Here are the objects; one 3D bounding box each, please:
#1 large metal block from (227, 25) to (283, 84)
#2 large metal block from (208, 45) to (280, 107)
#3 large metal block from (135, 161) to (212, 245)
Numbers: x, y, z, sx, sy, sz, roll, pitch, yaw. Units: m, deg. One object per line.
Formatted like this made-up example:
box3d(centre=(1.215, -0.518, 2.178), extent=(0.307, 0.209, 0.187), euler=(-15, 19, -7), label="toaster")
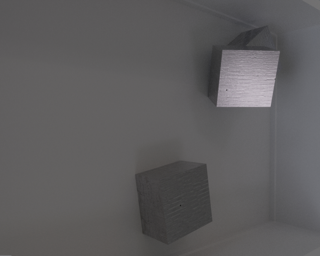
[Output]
box3d(centre=(0.153, -0.112, 0.518), extent=(0.080, 0.050, 0.080), euler=(-43, 116, -31), label="large metal block")
box3d(centre=(0.119, -0.076, 0.452), extent=(0.081, 0.050, 0.079), euler=(-1, 112, -7), label="large metal block")
box3d(centre=(0.019, 0.093, 0.407), extent=(0.081, 0.050, 0.079), euler=(-12, 98, -39), label="large metal block")
